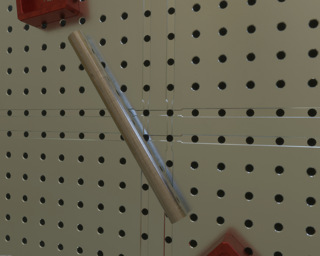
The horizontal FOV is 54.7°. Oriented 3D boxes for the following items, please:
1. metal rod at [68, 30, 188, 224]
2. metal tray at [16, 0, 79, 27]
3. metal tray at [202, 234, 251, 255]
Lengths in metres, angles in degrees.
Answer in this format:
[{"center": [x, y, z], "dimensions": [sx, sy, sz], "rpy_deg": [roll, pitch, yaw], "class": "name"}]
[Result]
[{"center": [-0.049, -0.008, 0.429], "dimensions": [0.025, 0.025, 0.299], "rpy_deg": [-34, 79, 17], "class": "metal rod"}, {"center": [-0.176, -0.231, 0.471], "dimensions": [0.090, 0.030, 0.129], "rpy_deg": [-7, 88, 19], "class": "metal tray"}, {"center": [0.096, 0.209, 0.375], "dimensions": [0.130, 0.030, 0.090], "rpy_deg": [46, 104, 14], "class": "metal tray"}]
